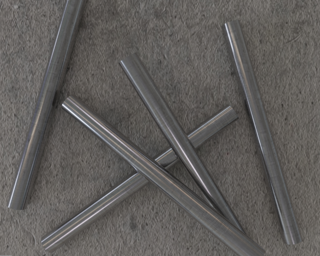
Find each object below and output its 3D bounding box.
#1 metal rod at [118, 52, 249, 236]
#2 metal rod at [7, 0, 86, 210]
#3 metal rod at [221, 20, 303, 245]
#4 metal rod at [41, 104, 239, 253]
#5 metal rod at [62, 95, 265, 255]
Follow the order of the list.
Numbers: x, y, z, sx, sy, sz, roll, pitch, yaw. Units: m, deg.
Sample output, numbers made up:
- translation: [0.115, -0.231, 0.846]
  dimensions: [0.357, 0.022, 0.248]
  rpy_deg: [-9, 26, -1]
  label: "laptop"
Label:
- translation: [0.040, 0.043, 0.386]
  dimensions: [0.025, 0.025, 0.299]
  rpy_deg: [-32, 100, 0]
  label: "metal rod"
- translation: [-0.147, -0.040, 0.408]
  dimensions: [0.025, 0.025, 0.298]
  rpy_deg: [16, 90, 0]
  label: "metal rod"
- translation: [0.135, 0.006, 0.410]
  dimensions: [0.025, 0.025, 0.298]
  rpy_deg: [-16, 90, 0]
  label: "metal rod"
- translation: [-0.026, 0.066, 0.409]
  dimensions: [0.301, 0.025, 0.025]
  rpy_deg: [-36, 90, 0]
  label: "metal rod"
- translation: [-0.004, 0.058, 0.382]
  dimensions: [0.300, 0.025, 0.025]
  rpy_deg: [38, 90, 10]
  label: "metal rod"
